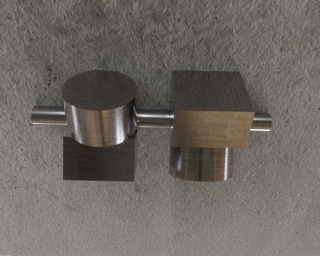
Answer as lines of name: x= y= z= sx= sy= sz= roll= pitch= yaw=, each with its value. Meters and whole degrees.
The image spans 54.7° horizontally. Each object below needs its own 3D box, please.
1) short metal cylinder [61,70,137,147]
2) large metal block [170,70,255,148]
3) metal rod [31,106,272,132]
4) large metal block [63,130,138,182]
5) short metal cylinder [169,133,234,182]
short metal cylinder: x=-0.066 y=-0.024 z=0.351 sx=0.081 sy=0.080 sz=0.050 roll=3 pitch=130 yaw=-3
large metal block: x=0.054 y=-0.023 z=0.353 sx=0.081 sy=0.080 sz=0.050 roll=1 pitch=130 yaw=-1
metal rod: x=-0.009 y=-0.012 z=0.401 sx=0.302 sy=0.025 sz=0.025 roll=2 pitch=130 yaw=-2
large metal block: x=-0.070 y=0.031 z=0.391 sx=0.081 sy=0.080 sz=0.050 roll=2 pitch=96 yaw=-2
short metal cylinder: x=0.052 y=0.033 z=0.393 sx=0.081 sy=0.080 sz=0.050 roll=1 pitch=95 yaw=-1
